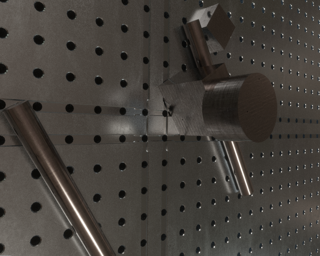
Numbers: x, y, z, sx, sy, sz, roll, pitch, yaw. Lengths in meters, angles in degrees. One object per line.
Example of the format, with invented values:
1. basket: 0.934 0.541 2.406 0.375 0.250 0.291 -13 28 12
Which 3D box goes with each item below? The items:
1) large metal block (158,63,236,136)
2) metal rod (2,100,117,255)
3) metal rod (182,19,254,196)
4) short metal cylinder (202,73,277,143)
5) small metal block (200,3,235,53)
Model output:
1. large metal block: 0.056 -0.036 0.422 0.050 0.080 0.080 -39 115 -33
2. metal rod: -0.082 0.109 0.342 0.025 0.025 0.299 -37 113 -34
3. metal rod: 0.098 -0.021 0.493 0.025 0.025 0.299 -35 112 -35
4. short metal cylinder: 0.097 -0.023 0.372 0.081 0.050 0.079 0 90 -40
5. small metal block: 0.086 -0.155 0.484 0.050 0.025 0.050 41 65 -33
